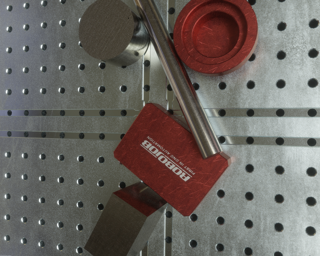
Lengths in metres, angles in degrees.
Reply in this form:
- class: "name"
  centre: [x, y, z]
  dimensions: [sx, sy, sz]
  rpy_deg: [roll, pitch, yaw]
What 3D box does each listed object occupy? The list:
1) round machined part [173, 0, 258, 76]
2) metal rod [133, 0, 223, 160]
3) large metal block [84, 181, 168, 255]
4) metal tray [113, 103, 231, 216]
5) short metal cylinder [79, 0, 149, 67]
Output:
- class: "round machined part"
  centre: [0.069, -0.112, 0.379]
  dimensions: [0.098, 0.042, 0.097]
  rpy_deg: [0, 90, 20]
- class: "metal rod"
  centre: [0.006, -0.102, 0.393]
  dimensions: [0.025, 0.025, 0.299]
  rpy_deg: [-27, 75, 18]
- class: "large metal block"
  centre: [-0.039, 0.122, 0.397]
  dimensions: [0.050, 0.080, 0.080]
  rpy_deg: [30, 100, 17]
- class: "metal tray"
  centre: [0.014, 0.038, 0.405]
  dimensions: [0.130, 0.030, 0.090]
  rpy_deg: [38, 102, 16]
- class: "short metal cylinder"
  centre: [-0.061, -0.128, 0.421]
  dimensions: [0.080, 0.050, 0.079]
  rpy_deg: [0, 90, 20]
